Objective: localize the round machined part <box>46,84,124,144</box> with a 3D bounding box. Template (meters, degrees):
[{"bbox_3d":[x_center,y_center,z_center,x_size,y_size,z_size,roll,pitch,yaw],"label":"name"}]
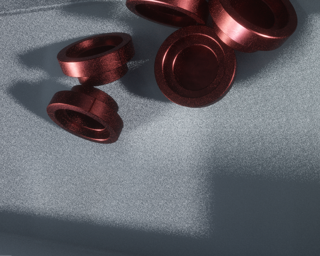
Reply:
[{"bbox_3d":[-0.094,-0.021,0.412,0.098,0.098,0.042,10,63,19],"label":"round machined part"}]

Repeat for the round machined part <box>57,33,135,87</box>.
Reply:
[{"bbox_3d":[-0.080,-0.089,0.409,0.098,0.098,0.042,0,126,19],"label":"round machined part"}]

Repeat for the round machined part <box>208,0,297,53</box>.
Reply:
[{"bbox_3d":[0.099,-0.124,0.348,0.098,0.099,0.042,52,149,12],"label":"round machined part"}]

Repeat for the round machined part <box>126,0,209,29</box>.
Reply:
[{"bbox_3d":[0.012,-0.153,0.367,0.098,0.098,0.042,16,96,19],"label":"round machined part"}]

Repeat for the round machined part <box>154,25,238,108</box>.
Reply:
[{"bbox_3d":[0.046,-0.073,0.385,0.098,0.042,0.097,0,90,19],"label":"round machined part"}]
